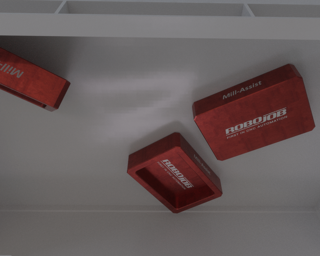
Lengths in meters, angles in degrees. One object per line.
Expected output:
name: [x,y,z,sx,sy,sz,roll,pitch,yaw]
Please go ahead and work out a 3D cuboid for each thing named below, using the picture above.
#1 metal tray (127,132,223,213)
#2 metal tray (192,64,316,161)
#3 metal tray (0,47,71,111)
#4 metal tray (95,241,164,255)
metal tray: [0.024,0.073,0.467,0.090,0.030,0.130,-28,125,21]
metal tray: [0.118,-0.015,0.394,0.130,0.030,0.090,-22,127,17]
metal tray: [-0.164,-0.059,0.317,0.131,0.090,0.030,26,81,-21]
metal tray: [-0.061,0.285,0.650,0.130,0.030,0.090,-20,128,16]
